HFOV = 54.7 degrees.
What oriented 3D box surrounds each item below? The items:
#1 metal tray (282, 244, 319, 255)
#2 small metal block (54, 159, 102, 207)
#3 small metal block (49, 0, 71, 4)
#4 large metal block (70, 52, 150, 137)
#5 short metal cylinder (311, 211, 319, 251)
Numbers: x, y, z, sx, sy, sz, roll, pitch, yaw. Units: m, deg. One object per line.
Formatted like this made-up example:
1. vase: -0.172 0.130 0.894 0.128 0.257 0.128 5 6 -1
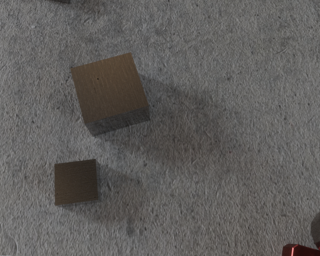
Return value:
1. metal tray: 0.199 0.190 0.338 0.131 0.030 0.090 15 71 5
2. small metal block: -0.101 0.068 0.382 0.050 0.025 0.050 -7 70 -3
3. small metal block: -0.163 -0.229 0.491 0.050 0.025 0.050 13 70 4
4. large metal block: -0.064 -0.044 0.410 0.081 0.050 0.080 -17 71 -6
5. short metal cylinder: 0.216 0.112 0.338 0.081 0.050 0.080 6 40 -5
